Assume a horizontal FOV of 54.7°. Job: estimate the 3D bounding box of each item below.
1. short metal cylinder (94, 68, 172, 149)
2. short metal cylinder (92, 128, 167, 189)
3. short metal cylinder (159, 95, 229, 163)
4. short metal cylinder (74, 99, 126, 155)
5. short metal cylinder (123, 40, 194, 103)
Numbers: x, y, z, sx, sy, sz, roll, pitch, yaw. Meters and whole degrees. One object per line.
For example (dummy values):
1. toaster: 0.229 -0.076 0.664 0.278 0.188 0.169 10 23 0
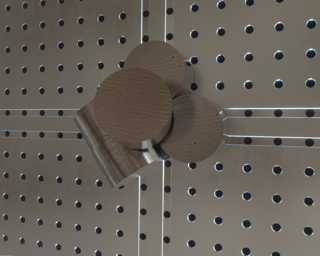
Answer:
1. short metal cylinder: -0.027 -0.019 0.339 0.081 0.050 0.080 0 78 2
2. short metal cylinder: -0.038 0.036 0.395 0.080 0.080 0.050 -35 79 16
3. short metal cylinder: 0.042 0.001 0.383 0.080 0.050 0.079 0 90 19
4. short metal cylinder: -0.063 -0.007 0.405 0.080 0.080 0.050 -35 79 16
5. short metal cylinder: -0.001 -0.066 0.398 0.080 0.050 0.079 0 90 19
